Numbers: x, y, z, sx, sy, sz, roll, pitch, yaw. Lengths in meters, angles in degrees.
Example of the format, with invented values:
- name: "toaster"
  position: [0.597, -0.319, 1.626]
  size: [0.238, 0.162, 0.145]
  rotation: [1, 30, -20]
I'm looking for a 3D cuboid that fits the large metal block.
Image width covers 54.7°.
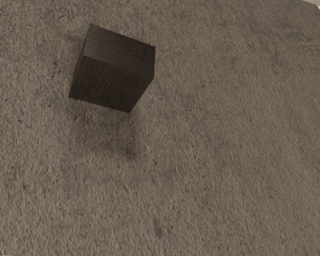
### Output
- name: "large metal block"
  position: [-0.059, -0.069, 0.379]
  size: [0.081, 0.080, 0.050]
  rotation: [15, 56, -20]
